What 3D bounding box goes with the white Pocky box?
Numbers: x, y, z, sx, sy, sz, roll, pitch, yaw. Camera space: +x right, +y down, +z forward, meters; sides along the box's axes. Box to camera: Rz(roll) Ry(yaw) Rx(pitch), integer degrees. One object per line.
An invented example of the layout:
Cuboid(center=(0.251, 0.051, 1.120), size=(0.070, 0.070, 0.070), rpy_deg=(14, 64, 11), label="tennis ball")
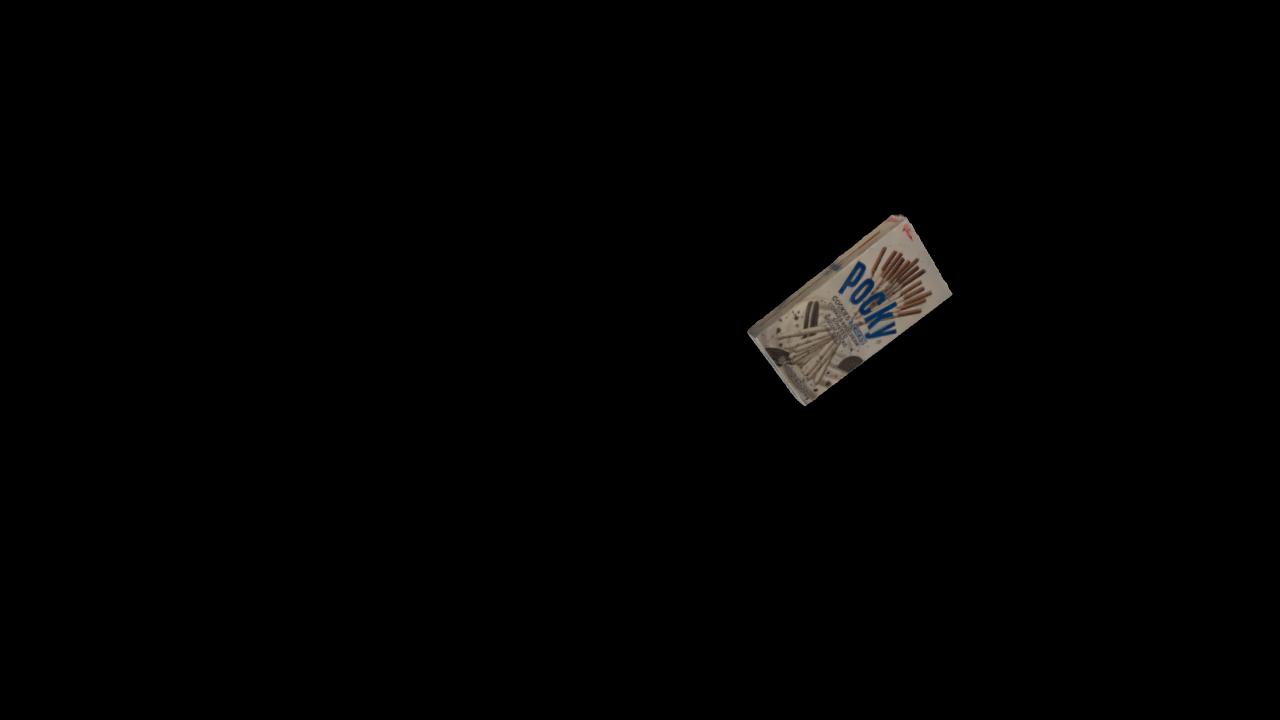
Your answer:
Cuboid(center=(0.173, -0.039, 0.511), size=(0.154, 0.084, 0.028), rpy_deg=(-39, 19, 5), label="white Pocky box")
